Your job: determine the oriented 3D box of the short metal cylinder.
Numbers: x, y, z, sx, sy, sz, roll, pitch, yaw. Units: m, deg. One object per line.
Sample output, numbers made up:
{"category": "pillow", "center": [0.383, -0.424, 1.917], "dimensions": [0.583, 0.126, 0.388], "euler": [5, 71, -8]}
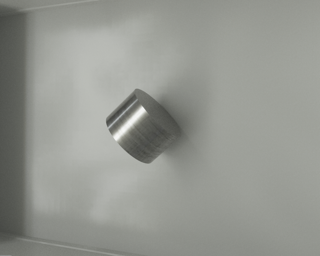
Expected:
{"category": "short metal cylinder", "center": [-0.019, -0.003, 0.385], "dimensions": [0.050, 0.080, 0.080], "euler": [-43, 77, 15]}
